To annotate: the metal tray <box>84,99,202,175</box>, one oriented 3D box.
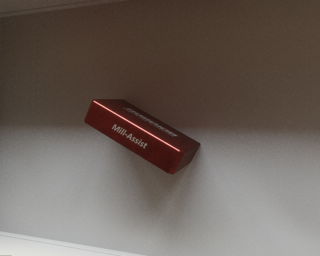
[{"bbox_3d":[-0.019,0.005,0.397,0.130,0.090,0.030,30,105,16],"label":"metal tray"}]
